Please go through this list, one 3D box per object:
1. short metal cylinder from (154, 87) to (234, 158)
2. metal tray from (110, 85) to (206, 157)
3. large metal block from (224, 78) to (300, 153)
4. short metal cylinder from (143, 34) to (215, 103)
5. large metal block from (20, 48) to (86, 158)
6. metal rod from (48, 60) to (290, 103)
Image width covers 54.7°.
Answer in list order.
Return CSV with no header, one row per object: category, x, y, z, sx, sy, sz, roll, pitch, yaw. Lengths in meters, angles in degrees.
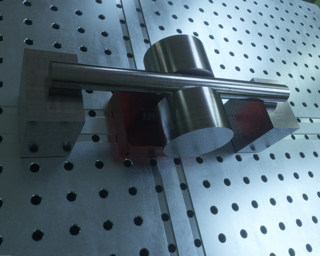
short metal cylinder,0.038,-0.004,0.357,0.081,0.080,0.050,1,62,-28
metal tray,0.006,-0.010,0.414,0.131,0.030,0.090,1,61,-28
large metal block,0.144,-0.017,0.459,0.050,0.080,0.080,1,62,-28
short metal cylinder,0.023,-0.071,0.390,0.081,0.080,0.050,1,62,-28
large metal block,-0.116,-0.023,0.322,0.050,0.080,0.080,1,62,-28
metal rod,0.034,-0.048,0.352,0.303,0.025,0.025,0,62,-28
